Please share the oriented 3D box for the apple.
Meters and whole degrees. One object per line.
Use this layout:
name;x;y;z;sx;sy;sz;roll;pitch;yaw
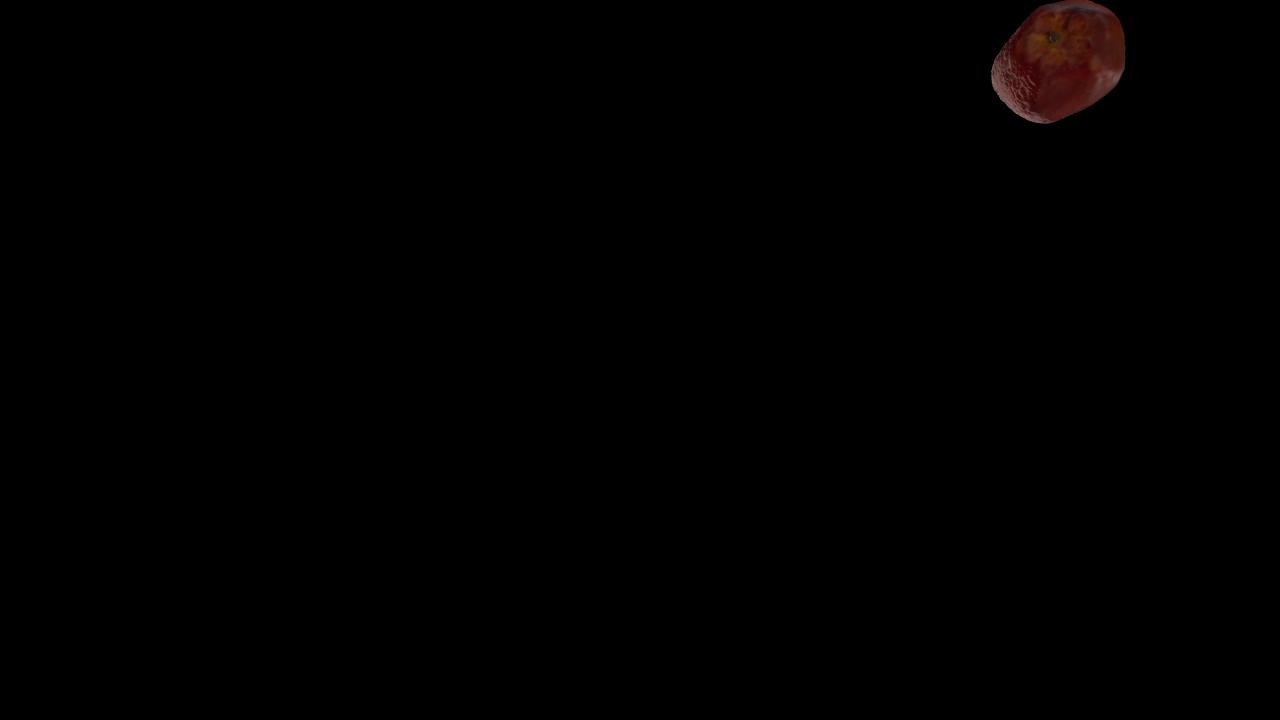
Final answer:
apple;0.292;-0.209;0.431;0.079;0.079;0.093;0;7;37
